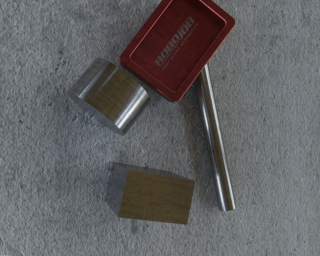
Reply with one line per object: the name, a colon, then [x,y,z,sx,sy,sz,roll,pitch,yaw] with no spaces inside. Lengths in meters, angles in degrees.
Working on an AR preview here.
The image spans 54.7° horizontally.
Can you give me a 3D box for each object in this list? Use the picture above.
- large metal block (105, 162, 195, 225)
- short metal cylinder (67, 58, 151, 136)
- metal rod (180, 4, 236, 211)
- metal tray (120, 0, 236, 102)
large metal block: [-0.015,0.076,0.375,0.081,0.080,0.050,13,86,-20]
short metal cylinder: [-0.058,-0.035,0.358,0.080,0.080,0.050,40,78,-16]
metal rod: [0.066,-0.031,0.433,0.025,0.025,0.298,-14,95,-20]
metal tray: [0.021,-0.109,0.395,0.090,0.030,0.130,37,88,-8]
